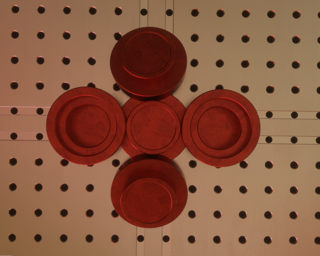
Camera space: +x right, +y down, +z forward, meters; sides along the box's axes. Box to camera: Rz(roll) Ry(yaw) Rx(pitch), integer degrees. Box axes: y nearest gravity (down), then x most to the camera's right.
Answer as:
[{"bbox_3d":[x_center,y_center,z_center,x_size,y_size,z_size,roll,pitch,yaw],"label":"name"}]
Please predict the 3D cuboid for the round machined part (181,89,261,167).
[{"bbox_3d":[0.076,0.000,0.405,0.099,0.042,0.097,0,90,-1],"label":"round machined part"}]

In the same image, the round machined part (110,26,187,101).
[{"bbox_3d":[-0.015,-0.086,0.393,0.099,0.042,0.098,0,76,1],"label":"round machined part"}]

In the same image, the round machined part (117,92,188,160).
[{"bbox_3d":[-0.008,-0.001,0.404,0.099,0.042,0.097,0,90,-1],"label":"round machined part"}]

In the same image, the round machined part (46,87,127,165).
[{"bbox_3d":[-0.092,-0.003,0.403,0.099,0.042,0.097,0,90,-1],"label":"round machined part"}]

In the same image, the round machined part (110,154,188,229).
[{"bbox_3d":[-0.014,0.085,0.393,0.099,0.042,0.097,0,105,0],"label":"round machined part"}]
